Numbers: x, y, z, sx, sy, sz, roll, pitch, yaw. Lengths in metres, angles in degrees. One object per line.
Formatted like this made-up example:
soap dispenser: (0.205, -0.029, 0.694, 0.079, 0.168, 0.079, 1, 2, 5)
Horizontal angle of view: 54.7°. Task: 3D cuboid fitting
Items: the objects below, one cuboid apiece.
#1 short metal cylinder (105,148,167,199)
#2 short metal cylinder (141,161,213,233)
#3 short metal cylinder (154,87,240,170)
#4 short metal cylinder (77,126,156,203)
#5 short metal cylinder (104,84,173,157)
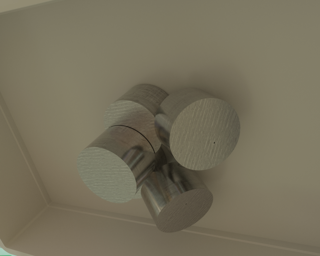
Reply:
short metal cylinder: (-0.038, 0.054, 0.443, 0.080, 0.050, 0.079, 13, 124, 20)
short metal cylinder: (0.022, 0.090, 0.405, 0.050, 0.081, 0.079, 54, 144, 44)
short metal cylinder: (0.040, 0.000, 0.342, 0.081, 0.050, 0.079, -7, 111, -17)
short metal cylinder: (-0.052, 0.044, 0.377, 0.080, 0.050, 0.079, 13, 124, 20)
short metal cylinder: (-0.024, -0.009, 0.395, 0.080, 0.050, 0.079, 13, 124, 20)
